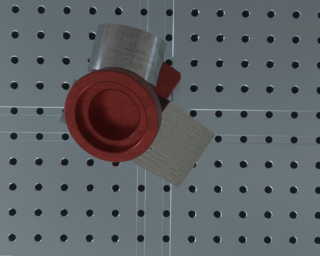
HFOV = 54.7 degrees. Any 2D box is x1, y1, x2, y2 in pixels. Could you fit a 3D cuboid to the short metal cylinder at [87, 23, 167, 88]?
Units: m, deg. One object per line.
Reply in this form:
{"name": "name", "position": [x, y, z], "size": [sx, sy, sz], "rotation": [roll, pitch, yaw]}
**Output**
{"name": "short metal cylinder", "position": [-0.037, -0.080, 0.355], "size": [0.080, 0.080, 0.050], "rotation": [13, 90, -1]}

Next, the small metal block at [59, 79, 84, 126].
{"name": "small metal block", "position": [-0.091, -0.027, 0.368], "size": [0.025, 0.050, 0.050], "rotation": [19, 90, 0]}

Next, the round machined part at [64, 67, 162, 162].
{"name": "round machined part", "position": [-0.046, -0.016, 0.330], "size": [0.098, 0.042, 0.097], "rotation": [4, 110, 10]}

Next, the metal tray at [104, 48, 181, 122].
{"name": "metal tray", "position": [-0.044, -0.040, 0.411], "size": [0.090, 0.030, 0.130], "rotation": [35, 90, -1]}

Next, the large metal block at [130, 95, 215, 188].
{"name": "large metal block", "position": [0.007, 0.015, 0.383], "size": [0.080, 0.050, 0.080], "rotation": [34, 90, -31]}
